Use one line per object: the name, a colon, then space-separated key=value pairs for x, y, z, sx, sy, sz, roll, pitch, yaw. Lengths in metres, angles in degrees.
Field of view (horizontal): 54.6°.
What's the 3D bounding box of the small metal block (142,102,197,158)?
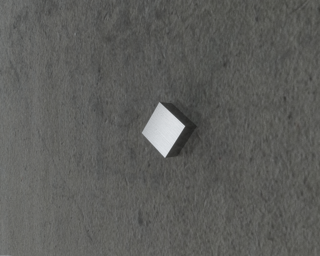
small metal block: x=0.011 y=0.002 z=0.397 sx=0.050 sy=0.025 sz=0.050 roll=45 pitch=117 yaw=30
